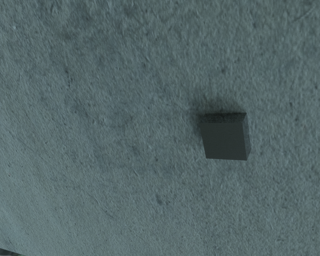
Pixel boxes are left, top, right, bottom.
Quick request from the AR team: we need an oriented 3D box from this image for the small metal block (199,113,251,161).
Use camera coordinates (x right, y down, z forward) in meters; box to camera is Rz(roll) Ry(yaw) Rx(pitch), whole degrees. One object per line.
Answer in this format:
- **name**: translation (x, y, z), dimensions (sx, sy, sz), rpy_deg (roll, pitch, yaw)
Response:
- **small metal block**: translation (0.079, 0.010, 0.372), dimensions (0.050, 0.025, 0.050), rpy_deg (0, 119, 28)
